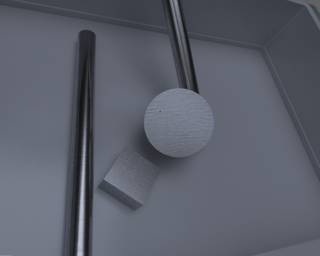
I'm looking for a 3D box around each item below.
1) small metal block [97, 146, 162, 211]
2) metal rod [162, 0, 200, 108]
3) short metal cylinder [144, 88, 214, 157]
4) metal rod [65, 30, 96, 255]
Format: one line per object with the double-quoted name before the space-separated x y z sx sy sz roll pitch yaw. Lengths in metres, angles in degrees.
"small metal block" -0.034 0.057 0.354 0.050 0.025 0.050 35 51 -6
"metal rod" 0.024 -0.124 0.406 0.025 0.025 0.298 -19 101 -35
"short metal cylinder" 0.024 -0.006 0.381 0.080 0.050 0.079 0 90 4
"metal rod" -0.088 0.003 0.356 0.025 0.025 0.299 9 58 -24
